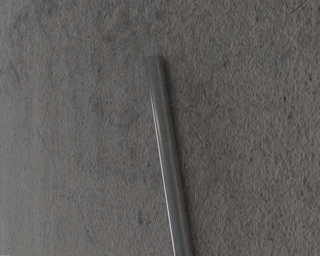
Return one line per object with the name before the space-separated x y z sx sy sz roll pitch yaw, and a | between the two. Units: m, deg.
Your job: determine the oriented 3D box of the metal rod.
metal rod | 0.013 0.054 0.394 0.025 0.025 0.299 -14 81 39
